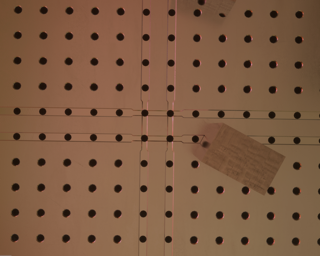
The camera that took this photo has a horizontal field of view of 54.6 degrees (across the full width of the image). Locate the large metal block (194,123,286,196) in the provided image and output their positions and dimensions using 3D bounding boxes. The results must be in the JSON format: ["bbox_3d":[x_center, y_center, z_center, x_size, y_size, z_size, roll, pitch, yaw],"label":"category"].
[{"bbox_3d":[0.094,0.035,0.386,0.080,0.080,0.050,29,90,0],"label":"large metal block"}]

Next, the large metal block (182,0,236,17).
[{"bbox_3d":[0.068,-0.204,0.401,0.080,0.050,0.080,20,90,0],"label":"large metal block"}]
